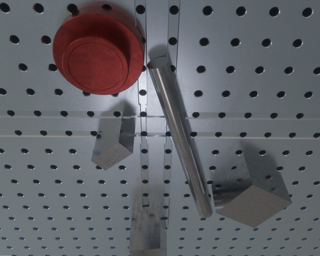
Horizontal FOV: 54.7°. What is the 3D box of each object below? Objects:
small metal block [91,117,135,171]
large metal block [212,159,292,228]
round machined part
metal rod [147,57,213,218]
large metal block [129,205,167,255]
[{"bbox_3d":[-0.061,0.021,0.412,0.050,0.050,0.025,-33,123,25],"label":"small metal block"},{"bbox_3d":[0.141,0.105,0.486,0.080,0.050,0.080,26,125,-21],"label":"large metal block"},{"bbox_3d":[-0.067,-0.075,0.336,0.099,0.042,0.097,0,130,0],"label":"round machined part"},{"bbox_3d":[0.038,0.036,0.442,0.025,0.025,0.299,-12,129,10],"label":"metal rod"},{"bbox_3d":[-0.018,0.195,0.541,0.050,0.080,0.080,-7,130,5],"label":"large metal block"}]
